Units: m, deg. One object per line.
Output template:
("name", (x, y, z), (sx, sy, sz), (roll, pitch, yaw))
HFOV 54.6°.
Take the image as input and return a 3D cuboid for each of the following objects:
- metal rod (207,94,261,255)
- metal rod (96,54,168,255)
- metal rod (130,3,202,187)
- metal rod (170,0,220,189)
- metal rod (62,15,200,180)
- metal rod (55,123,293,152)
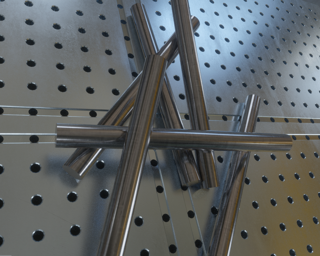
("metal rod", (0.106, 0.061, 0.427), (0.025, 0.025, 0.301), (31, 52, -8))
("metal rod", (-0.034, 0.064, 0.299), (0.025, 0.025, 0.299), (18, 71, -18))
("metal rod", (0.002, -0.062, 0.446), (0.025, 0.025, 0.299), (-2, 63, -29))
("metal rod", (0.044, -0.070, 0.422), (0.025, 0.025, 0.299), (-3, 79, -29))
("metal rod", (-0.021, -0.059, 0.407), (0.025, 0.025, 0.301), (37, 59, -4))
("metal rod", (0.035, 0.014, 0.370), (0.302, 0.025, 0.025), (3, 61, -23))
